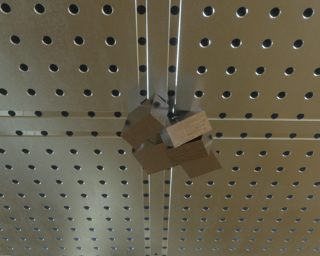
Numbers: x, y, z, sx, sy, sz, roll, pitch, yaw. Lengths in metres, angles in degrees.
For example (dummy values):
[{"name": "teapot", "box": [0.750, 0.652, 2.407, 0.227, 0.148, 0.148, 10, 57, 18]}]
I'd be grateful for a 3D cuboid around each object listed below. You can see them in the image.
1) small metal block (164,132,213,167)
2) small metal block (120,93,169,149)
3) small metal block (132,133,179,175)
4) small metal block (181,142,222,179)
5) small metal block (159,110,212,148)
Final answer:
[{"name": "small metal block", "box": [0.039, 0.021, 0.407, 0.050, 0.050, 0.025, -18, 108, 22]}, {"name": "small metal block", "box": [-0.018, -0.009, 0.385, 0.050, 0.050, 0.025, -36, 112, 26]}, {"name": "small metal block", "box": [-0.005, 0.036, 0.442, 0.050, 0.025, 0.050, -20, 128, 16]}, {"name": "small metal block", "box": [0.056, 0.042, 0.447, 0.050, 0.025, 0.050, -22, 127, 17]}, {"name": "small metal block", "box": [0.028, 0.000, 0.381, 0.050, 0.050, 0.025, -25, 98, -11]}]
